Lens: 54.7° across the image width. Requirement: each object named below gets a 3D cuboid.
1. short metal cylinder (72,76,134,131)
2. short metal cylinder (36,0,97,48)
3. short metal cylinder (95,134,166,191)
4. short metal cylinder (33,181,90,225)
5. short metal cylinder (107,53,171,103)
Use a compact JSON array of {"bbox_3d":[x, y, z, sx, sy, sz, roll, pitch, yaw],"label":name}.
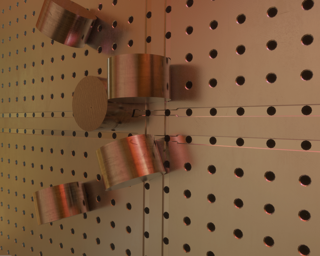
[{"bbox_3d":[-0.086,-0.035,0.461,0.080,0.050,0.079,0,90,39],"label":"short metal cylinder"},{"bbox_3d":[-0.149,-0.170,0.493,0.080,0.081,0.050,45,117,30],"label":"short metal cylinder"},{"bbox_3d":[-0.038,0.046,0.403,0.080,0.081,0.050,-28,73,36],"label":"short metal cylinder"},{"bbox_3d":[-0.160,0.122,0.502,0.080,0.081,0.050,-25,75,37],"label":"short metal cylinder"},{"bbox_3d":[-0.026,-0.060,0.393,0.080,0.081,0.050,-1,89,39],"label":"short metal cylinder"}]
